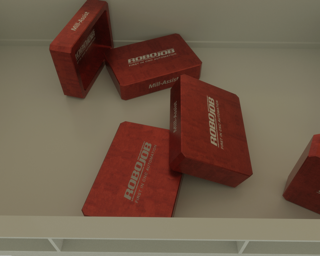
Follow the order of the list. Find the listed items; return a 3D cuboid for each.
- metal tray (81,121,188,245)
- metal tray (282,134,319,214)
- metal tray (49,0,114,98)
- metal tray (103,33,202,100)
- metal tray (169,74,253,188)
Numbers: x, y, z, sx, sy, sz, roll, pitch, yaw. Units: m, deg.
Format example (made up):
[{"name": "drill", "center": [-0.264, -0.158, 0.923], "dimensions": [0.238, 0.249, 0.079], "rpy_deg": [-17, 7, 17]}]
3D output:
[{"name": "metal tray", "center": [-0.021, 0.056, 0.355], "dimensions": [0.090, 0.030, 0.130], "rpy_deg": [11, 51, 9]}, {"name": "metal tray", "center": [0.203, 0.065, 0.309], "dimensions": [0.130, 0.090, 0.030], "rpy_deg": [22, 54, 17]}, {"name": "metal tray", "center": [-0.110, -0.119, 0.462], "dimensions": [0.030, 0.090, 0.130], "rpy_deg": [12, 51, 10]}, {"name": "metal tray", "center": [-0.012, -0.099, 0.485], "dimensions": [0.131, 0.030, 0.090], "rpy_deg": [-18, 52, -15]}, {"name": "metal tray", "center": [0.059, 0.000, 0.379], "dimensions": [0.091, 0.030, 0.130], "rpy_deg": [18, 48, -18]}]
